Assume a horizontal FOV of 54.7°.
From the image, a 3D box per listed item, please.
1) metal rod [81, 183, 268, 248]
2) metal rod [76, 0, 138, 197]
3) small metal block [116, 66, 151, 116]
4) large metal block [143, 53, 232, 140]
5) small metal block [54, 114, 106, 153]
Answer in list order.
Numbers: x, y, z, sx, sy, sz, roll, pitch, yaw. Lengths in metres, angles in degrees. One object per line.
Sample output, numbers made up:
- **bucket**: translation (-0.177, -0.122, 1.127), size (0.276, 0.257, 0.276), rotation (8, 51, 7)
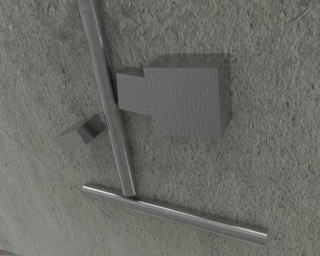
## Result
- **metal rod**: translation (0.009, 0.129, 0.480), size (0.301, 0.025, 0.025), rotation (9, 122, 23)
- **metal rod**: translation (-0.066, -0.029, 0.421), size (0.025, 0.025, 0.298), rotation (6, 121, 25)
- **small metal block**: translation (-0.025, -0.047, 0.390), size (0.050, 0.025, 0.050), rotation (13, 124, 20)
- **large metal block**: translation (0.034, -0.038, 0.348), size (0.080, 0.050, 0.079), rotation (5, 121, 25)
- **small metal block**: translation (-0.116, 0.007, 0.454), size (0.050, 0.050, 0.025), rotation (-18, 109, 35)
